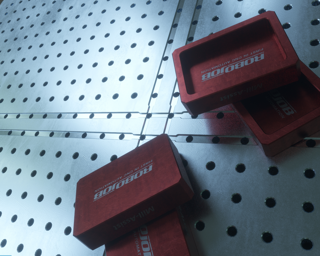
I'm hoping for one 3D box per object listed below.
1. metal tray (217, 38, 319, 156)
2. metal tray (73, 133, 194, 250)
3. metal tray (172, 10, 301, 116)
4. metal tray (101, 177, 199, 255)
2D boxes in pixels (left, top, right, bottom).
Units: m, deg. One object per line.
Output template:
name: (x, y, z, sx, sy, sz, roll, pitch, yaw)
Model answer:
metal tray: (0.129, -0.042, 0.362, 0.090, 0.030, 0.130, -31, 52, 7)
metal tray: (-0.034, 0.069, 0.355, 0.130, 0.030, 0.090, -29, 33, 7)
metal tray: (0.085, -0.076, 0.367, 0.130, 0.030, 0.090, -19, 54, 16)
metal tray: (-0.016, 0.114, 0.343, 0.090, 0.030, 0.130, -27, 53, 11)
